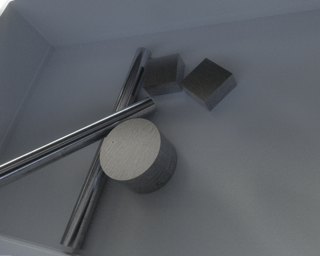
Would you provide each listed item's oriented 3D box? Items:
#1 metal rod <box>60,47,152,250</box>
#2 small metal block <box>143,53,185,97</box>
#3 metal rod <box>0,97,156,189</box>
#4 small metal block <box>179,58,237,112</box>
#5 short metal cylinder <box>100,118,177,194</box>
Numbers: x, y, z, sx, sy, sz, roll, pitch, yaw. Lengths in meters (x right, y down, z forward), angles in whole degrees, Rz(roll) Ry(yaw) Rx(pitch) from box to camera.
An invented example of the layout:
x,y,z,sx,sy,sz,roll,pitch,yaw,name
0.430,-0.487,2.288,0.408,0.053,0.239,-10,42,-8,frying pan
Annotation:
x,y,z,sx,sy,sz,roll,pitch,yaw,name
-0.067,0.012,0.431,0.025,0.025,0.300,4,63,29,metal rod
0.006,-0.076,0.448,0.050,0.025,0.050,-7,59,24,small metal block
-0.137,0.032,0.377,0.302,0.025,0.025,-27,48,-22,metal rod
0.063,-0.057,0.407,0.050,0.025,0.050,-44,51,-3,small metal block
-0.026,0.035,0.381,0.080,0.050,0.080,-13,56,20,short metal cylinder
